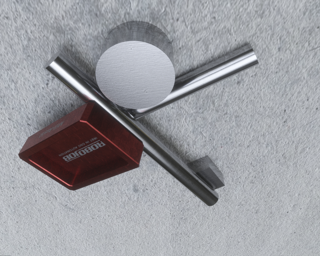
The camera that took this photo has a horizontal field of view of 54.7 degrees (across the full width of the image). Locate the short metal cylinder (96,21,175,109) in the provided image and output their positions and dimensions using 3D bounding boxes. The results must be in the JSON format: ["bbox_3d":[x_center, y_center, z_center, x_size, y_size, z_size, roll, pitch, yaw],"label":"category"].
[{"bbox_3d":[-0.025,-0.067,0.334,0.081,0.050,0.079,0,130,0],"label":"short metal cylinder"}]

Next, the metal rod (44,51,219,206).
[{"bbox_3d":[-0.016,0.019,0.392,0.025,0.025,0.300,-32,124,24],"label":"metal rod"}]

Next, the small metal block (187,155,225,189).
[{"bbox_3d":[0.063,0.074,0.472,0.050,0.025,0.050,-27,126,20],"label":"small metal block"}]

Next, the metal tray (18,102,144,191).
[{"bbox_3d":[-0.097,0.029,0.378,0.130,0.030,0.090,-24,127,33],"label":"metal tray"}]

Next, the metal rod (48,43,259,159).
[{"bbox_3d":[-0.027,-0.025,0.387,0.300,0.025,0.025,-23,127,18],"label":"metal rod"}]
